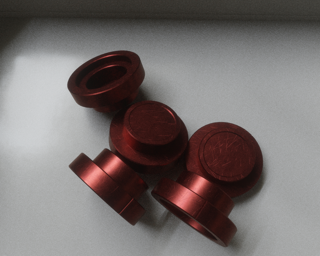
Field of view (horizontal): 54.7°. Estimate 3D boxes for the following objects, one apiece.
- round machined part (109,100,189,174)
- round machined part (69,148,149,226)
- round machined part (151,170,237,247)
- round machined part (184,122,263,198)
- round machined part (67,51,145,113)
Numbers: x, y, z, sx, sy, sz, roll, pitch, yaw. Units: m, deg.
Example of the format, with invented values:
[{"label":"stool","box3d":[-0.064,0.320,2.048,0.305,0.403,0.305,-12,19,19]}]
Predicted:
[{"label":"round machined part","box3d":[-0.012,0.004,0.382,0.099,0.042,0.098,7,52,-9]},{"label":"round machined part","box3d":[-0.051,0.060,0.348,0.098,0.098,0.042,39,75,13]},{"label":"round machined part","box3d":[0.042,0.083,0.341,0.098,0.098,0.042,34,73,11]},{"label":"round machined part","box3d":[0.080,0.037,0.387,0.099,0.042,0.098,0,70,0]},{"label":"round machined part","box3d":[-0.066,-0.057,0.406,0.098,0.042,0.098,-12,41,11]}]
